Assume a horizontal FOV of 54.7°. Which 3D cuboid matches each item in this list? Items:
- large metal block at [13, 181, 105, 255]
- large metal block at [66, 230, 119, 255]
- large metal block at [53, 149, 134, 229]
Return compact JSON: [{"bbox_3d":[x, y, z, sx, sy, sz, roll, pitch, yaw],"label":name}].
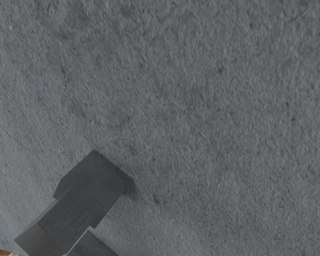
[{"bbox_3d":[-0.134,0.128,0.416,0.050,0.080,0.080,48,129,-6],"label":"large metal block"},{"bbox_3d":[-0.144,0.266,0.629,0.080,0.050,0.080,40,129,1],"label":"large metal block"},{"bbox_3d":[-0.102,0.093,0.480,0.080,0.080,0.050,37,129,3],"label":"large metal block"}]
